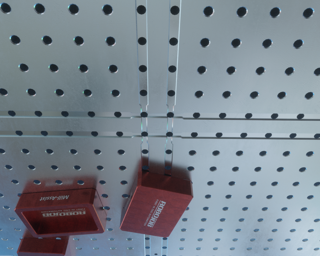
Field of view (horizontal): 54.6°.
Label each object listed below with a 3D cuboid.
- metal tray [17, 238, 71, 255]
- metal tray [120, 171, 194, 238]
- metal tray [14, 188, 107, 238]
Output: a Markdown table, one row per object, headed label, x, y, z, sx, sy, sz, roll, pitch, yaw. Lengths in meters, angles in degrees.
| label | x | y | z | sx | sy | sz | roll | pitch | yaw |
| --- | --- | --- | --- | --- | --- | --- | --- | --- | --- |
| metal tray | -0.234 | 0.276 | 0.641 | 0.091 | 0.030 | 0.129 | 4 | 130 | -4 |
| metal tray | -0.009 | 0.132 | 0.520 | 0.091 | 0.030 | 0.129 | 13 | 129 | -11 |
| metal tray | -0.166 | 0.148 | 0.532 | 0.131 | 0.030 | 0.090 | -5 | 130 | 4 |
